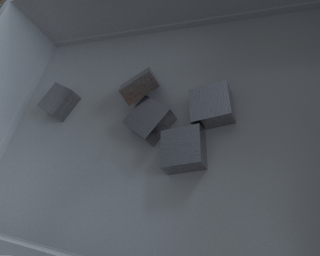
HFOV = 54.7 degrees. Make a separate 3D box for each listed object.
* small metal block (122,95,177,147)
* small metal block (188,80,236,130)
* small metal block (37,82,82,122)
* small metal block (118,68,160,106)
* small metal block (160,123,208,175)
[{"bbox_3d":[-0.014,-0.010,0.418,0.050,0.025,0.050,34,80,38],"label":"small metal block"},{"bbox_3d":[0.065,-0.028,0.388,0.050,0.025,0.050,-13,56,20],"label":"small metal block"},{"bbox_3d":[-0.169,-0.044,0.519,0.050,0.025,0.050,25,75,36],"label":"small metal block"},{"bbox_3d":[-0.029,-0.060,0.441,0.050,0.025,0.050,-32,16,7],"label":"small metal block"},{"bbox_3d":[0.028,0.026,0.374,0.050,0.025,0.050,-12,57,21],"label":"small metal block"}]
